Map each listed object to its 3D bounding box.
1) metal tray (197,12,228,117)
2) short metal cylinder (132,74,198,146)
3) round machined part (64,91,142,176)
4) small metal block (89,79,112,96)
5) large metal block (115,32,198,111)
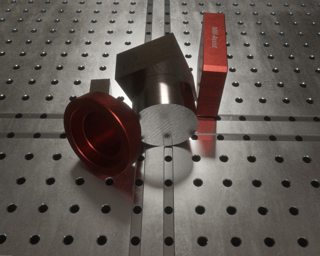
[{"bbox_3d":[0.072,-0.092,0.443,0.030,0.089,0.130,5,50,3],"label":"metal tray"},{"bbox_3d":[0.005,-0.021,0.390,0.081,0.080,0.050,-2,50,-2],"label":"short metal cylinder"},{"bbox_3d":[-0.061,0.003,0.360,0.098,0.097,0.042,27,37,20],"label":"round machined part"},{"bbox_3d":[-0.077,-0.030,0.412,0.025,0.050,0.050,-4,43,-3],"label":"small metal block"},{"bbox_3d":[-0.004,-0.067,0.412,0.080,0.080,0.050,-17,48,16],"label":"large metal block"}]
